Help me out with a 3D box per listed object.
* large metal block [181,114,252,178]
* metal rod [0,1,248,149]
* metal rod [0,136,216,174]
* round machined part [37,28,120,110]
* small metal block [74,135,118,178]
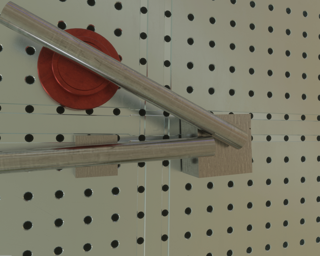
[{"bbox_3d":[0.077,0.022,0.426,0.081,0.050,0.079,-2,91,-20],"label":"large metal block"},{"bbox_3d":[-0.026,-0.050,0.352,0.301,0.025,0.025,27,81,-16],"label":"metal rod"},{"bbox_3d":[-0.085,0.032,0.353,0.302,0.025,0.025,-4,92,-10],"label":"metal rod"},{"bbox_3d":[-0.093,-0.071,0.369,0.099,0.042,0.097,0,90,-21],"label":"round machined part"},{"bbox_3d":[-0.080,0.034,0.384,0.050,0.025,0.050,0,90,-21],"label":"small metal block"}]
